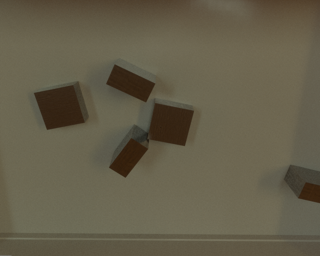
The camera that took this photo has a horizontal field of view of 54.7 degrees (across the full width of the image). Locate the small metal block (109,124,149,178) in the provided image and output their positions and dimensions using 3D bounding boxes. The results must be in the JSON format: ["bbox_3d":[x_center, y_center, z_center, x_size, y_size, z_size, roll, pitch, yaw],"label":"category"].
[{"bbox_3d":[-0.039,0.029,0.408,0.025,0.050,0.050,34,106,-12],"label":"small metal block"}]

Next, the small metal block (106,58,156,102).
[{"bbox_3d":[-0.033,-0.059,0.376,0.050,0.050,0.025,24,108,-9],"label":"small metal block"}]

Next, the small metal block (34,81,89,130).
[{"bbox_3d":[-0.125,-0.029,0.399,0.050,0.025,0.050,-11,110,4],"label":"small metal block"}]

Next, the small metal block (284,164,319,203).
[{"bbox_3d":[0.209,0.078,0.428,0.050,0.050,0.025,13,110,-5],"label":"small metal block"}]

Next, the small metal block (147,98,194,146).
[{"bbox_3d":[0.013,-0.008,0.408,0.050,0.025,0.050,11,110,-4],"label":"small metal block"}]
